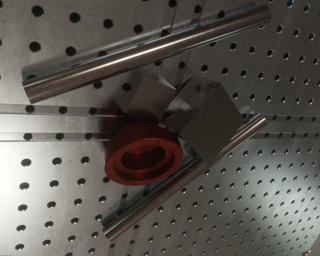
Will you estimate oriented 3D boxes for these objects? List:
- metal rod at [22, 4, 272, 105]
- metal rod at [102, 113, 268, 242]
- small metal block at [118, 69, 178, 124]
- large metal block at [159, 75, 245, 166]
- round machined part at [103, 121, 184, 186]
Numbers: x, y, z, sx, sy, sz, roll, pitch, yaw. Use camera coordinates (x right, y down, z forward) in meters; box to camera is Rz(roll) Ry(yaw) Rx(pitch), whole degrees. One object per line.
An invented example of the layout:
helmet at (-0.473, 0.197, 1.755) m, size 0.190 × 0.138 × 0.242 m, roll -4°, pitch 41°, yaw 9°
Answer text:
metal rod at (-0.001, -0.091, 0.355) m, size 0.302 × 0.025 × 0.025 m, roll -22°, pitch 127°, yaw -16°
metal rod at (0.042, 0.074, 0.481) m, size 0.301 × 0.025 × 0.025 m, roll -36°, pitch 129°, yaw -5°
small metal block at (-0.015, -0.038, 0.381) m, size 0.050 × 0.025 × 0.050 m, roll 18°, pitch 109°, yaw -36°
large metal block at (0.055, -0.010, 0.412) m, size 0.080 × 0.050 × 0.080 m, roll -50°, pitch 130°, yaw -7°
round machined part at (-0.023, 0.029, 0.394) m, size 0.099 × 0.042 × 0.097 m, roll -10°, pitch 140°, yaw -8°
